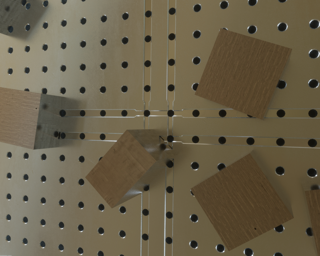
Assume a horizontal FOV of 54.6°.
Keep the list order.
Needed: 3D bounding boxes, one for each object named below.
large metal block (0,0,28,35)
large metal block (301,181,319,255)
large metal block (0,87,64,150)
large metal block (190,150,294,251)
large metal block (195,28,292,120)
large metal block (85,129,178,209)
[{"bbox_3d":[-0.269,-0.211,0.496,0.080,0.050,0.080,42,103,15],"label":"large metal block"},{"bbox_3d":[0.202,0.097,0.328,0.080,0.050,0.080,-11,86,19],"label":"large metal block"},{"bbox_3d":[-0.201,-0.015,0.471,0.080,0.050,0.080,10,93,19],"label":"large metal block"},{"bbox_3d":[0.096,0.082,0.365,0.080,0.050,0.080,-35,79,16],"label":"large metal block"},{"bbox_3d":[0.098,-0.061,0.365,0.080,0.050,0.080,23,98,18],"label":"large metal block"},{"bbox_3d":[-0.033,0.048,0.396,0.050,0.080,0.080,46,104,14],"label":"large metal block"}]
